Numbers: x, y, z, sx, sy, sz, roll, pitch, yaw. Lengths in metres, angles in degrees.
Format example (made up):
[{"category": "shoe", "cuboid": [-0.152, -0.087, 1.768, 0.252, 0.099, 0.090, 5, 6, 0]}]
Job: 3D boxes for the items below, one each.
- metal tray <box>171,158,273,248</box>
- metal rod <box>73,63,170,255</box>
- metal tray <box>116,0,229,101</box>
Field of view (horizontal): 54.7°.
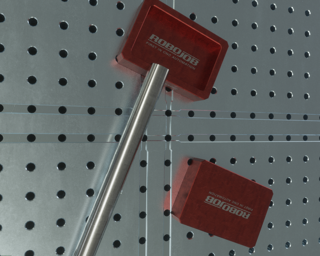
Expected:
[{"category": "metal tray", "cuboid": [0.091, 0.108, 0.444, 0.131, 0.030, 0.090, 25, 82, -19]}, {"category": "metal rod", "cuboid": [-0.055, 0.064, 0.375, 0.025, 0.025, 0.299, 22, 89, -19]}, {"category": "metal tray", "cuboid": [0.019, -0.102, 0.416, 0.131, 0.030, 0.090, 25, 82, -19]}]
